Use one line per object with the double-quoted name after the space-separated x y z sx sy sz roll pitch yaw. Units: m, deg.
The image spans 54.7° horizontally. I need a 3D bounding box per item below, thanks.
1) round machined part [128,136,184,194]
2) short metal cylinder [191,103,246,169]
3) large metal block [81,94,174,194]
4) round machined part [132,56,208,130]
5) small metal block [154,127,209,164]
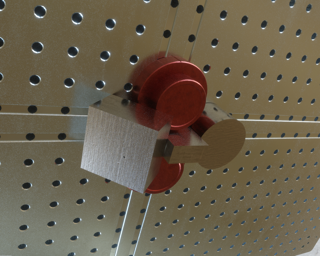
-0.006 0.052 0.429 0.099 0.042 0.097 -14 124 -21 "round machined part"
0.073 0.011 0.440 0.081 0.050 0.079 -14 124 -21 "short metal cylinder"
-0.038 0.016 0.357 0.050 0.080 0.079 -46 153 -61 "large metal block"
0.018 -0.036 0.388 0.099 0.042 0.097 -14 124 -21 "round machined part"
0.025 0.020 0.392 0.050 0.050 0.025 1 118 -29 "small metal block"
